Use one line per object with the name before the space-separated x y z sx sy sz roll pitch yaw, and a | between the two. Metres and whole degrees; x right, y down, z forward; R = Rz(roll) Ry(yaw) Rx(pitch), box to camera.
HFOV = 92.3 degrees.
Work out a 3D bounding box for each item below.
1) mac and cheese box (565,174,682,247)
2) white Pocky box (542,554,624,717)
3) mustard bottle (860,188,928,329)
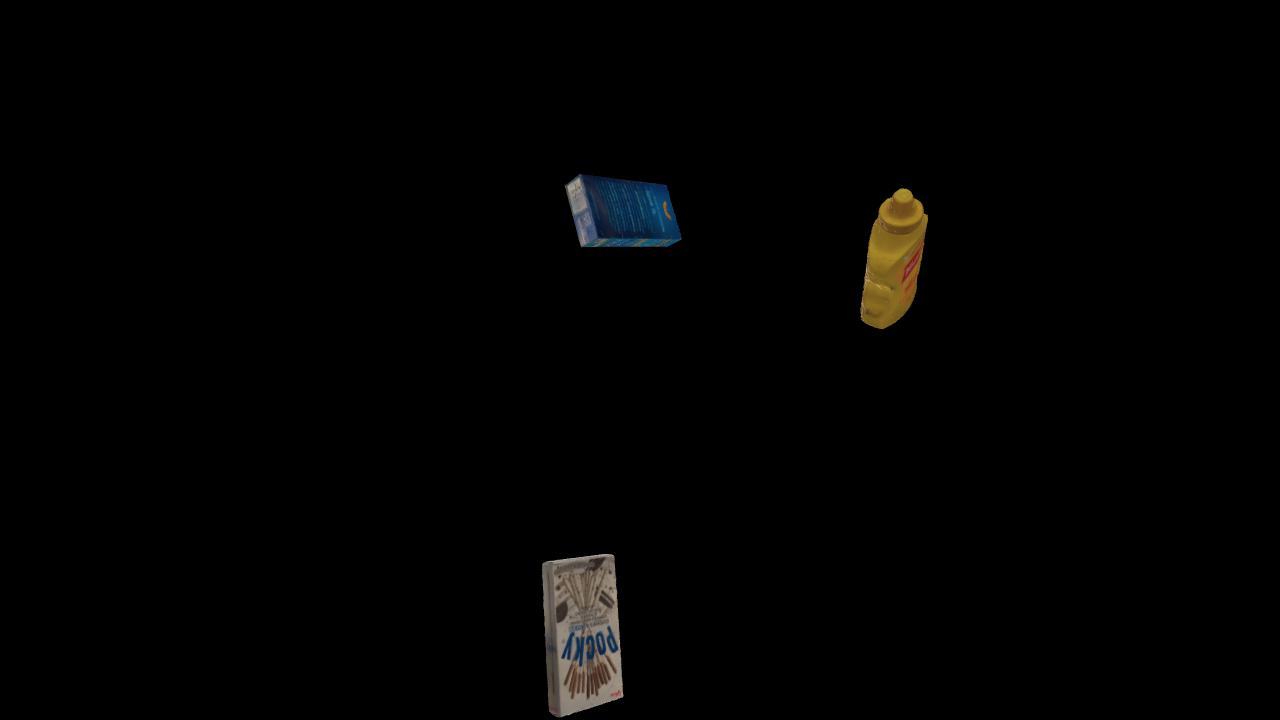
mac and cheese box | -0.019 -0.211 0.888 0.041 0.093 0.184 -21 -7 41
white Pocky box | -0.063 0.298 0.679 0.084 0.154 0.028 5 -17 -37
mustard bottle | 0.281 -0.118 0.679 0.054 0.092 0.184 35 -15 31
